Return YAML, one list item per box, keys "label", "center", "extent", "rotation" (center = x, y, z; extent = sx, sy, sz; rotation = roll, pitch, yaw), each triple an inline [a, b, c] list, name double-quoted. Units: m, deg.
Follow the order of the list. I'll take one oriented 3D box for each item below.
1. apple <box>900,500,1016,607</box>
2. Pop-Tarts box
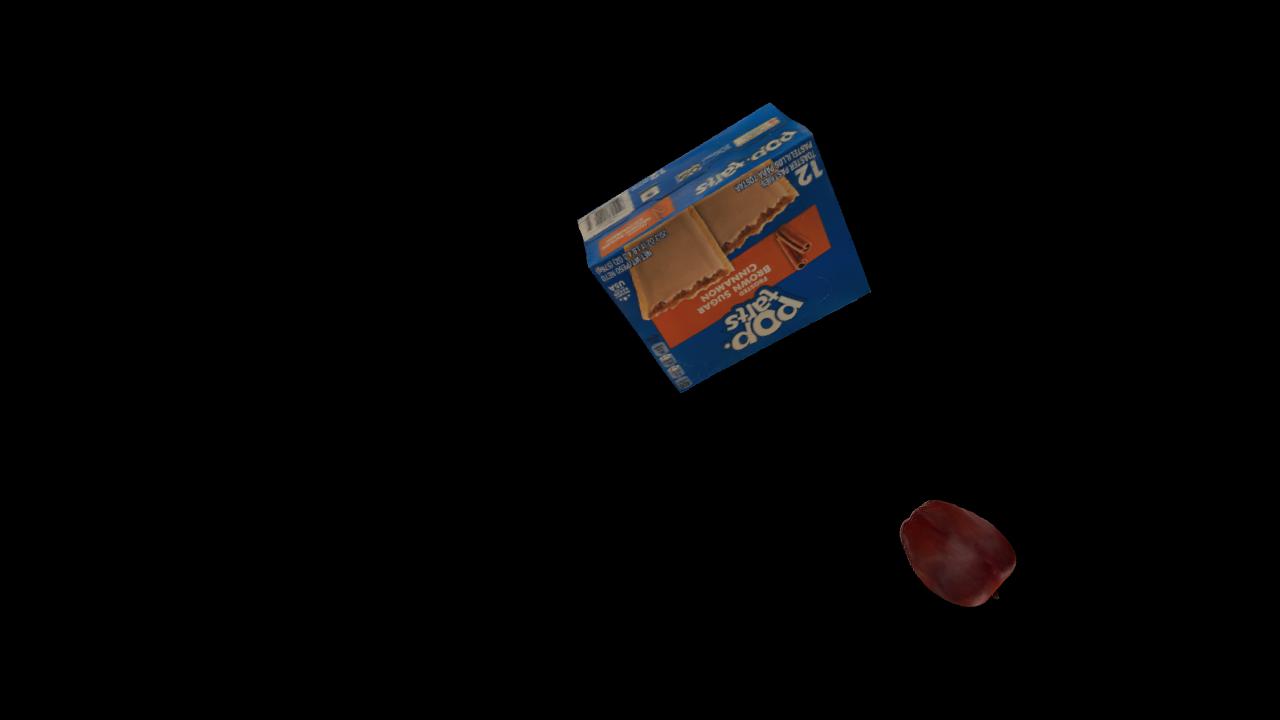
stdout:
- label: "apple"
  center: [0.277, 0.171, 0.542]
  extent: [0.093, 0.079, 0.079]
  rotation: [45, 25, 28]
- label: "Pop-Tarts box"
  center: [0.062, -0.078, 0.463]
  extent: [0.167, 0.141, 0.083]
  rotation: [-28, 37, 11]
